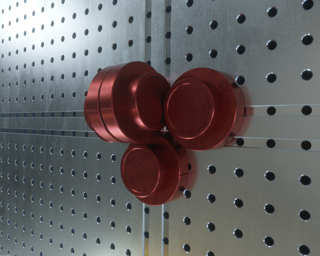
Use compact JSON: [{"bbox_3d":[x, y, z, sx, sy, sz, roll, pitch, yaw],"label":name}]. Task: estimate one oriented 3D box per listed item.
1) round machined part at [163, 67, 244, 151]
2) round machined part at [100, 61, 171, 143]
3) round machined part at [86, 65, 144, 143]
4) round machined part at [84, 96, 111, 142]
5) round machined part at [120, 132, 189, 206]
[{"bbox_3d":[0.043,-0.022,0.360,0.098,0.042,0.097,0,90,39],"label":"round machined part"},{"bbox_3d":[-0.020,-0.031,0.369,0.042,0.099,0.097,-1,90,40],"label":"round machined part"},{"bbox_3d":[-0.054,-0.030,0.396,0.042,0.099,0.097,2,91,40],"label":"round machined part"},{"bbox_3d":[-0.075,-0.027,0.457,0.098,0.042,0.097,0,90,39],"label":"round machined part"},{"bbox_3d":[-0.014,0.054,0.407,0.098,0.042,0.097,0,90,39],"label":"round machined part"}]
